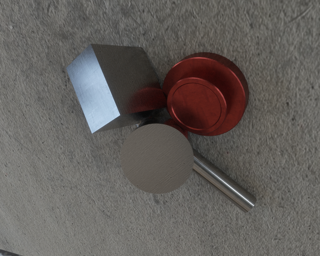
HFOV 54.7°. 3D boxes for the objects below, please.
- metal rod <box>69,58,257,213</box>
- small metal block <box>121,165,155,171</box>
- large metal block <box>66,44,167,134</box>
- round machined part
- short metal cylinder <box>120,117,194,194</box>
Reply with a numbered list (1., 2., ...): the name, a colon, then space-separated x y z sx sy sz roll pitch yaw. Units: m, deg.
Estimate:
1. metal rod: 0.001 0.008 0.412 0.300 0.025 0.025 38 129 1
2. small metal block: -0.017 0.043 0.427 0.050 0.050 0.025 -23 105 35
3. large metal block: -0.047 -0.046 0.354 0.050 0.081 0.080 -29 81 39
4. round machined part: 0.047 -0.032 0.351 0.098 0.042 0.097 13 124 20
5. short metal cylinder: -0.001 0.030 0.362 0.080 0.050 0.079 1 101 5
